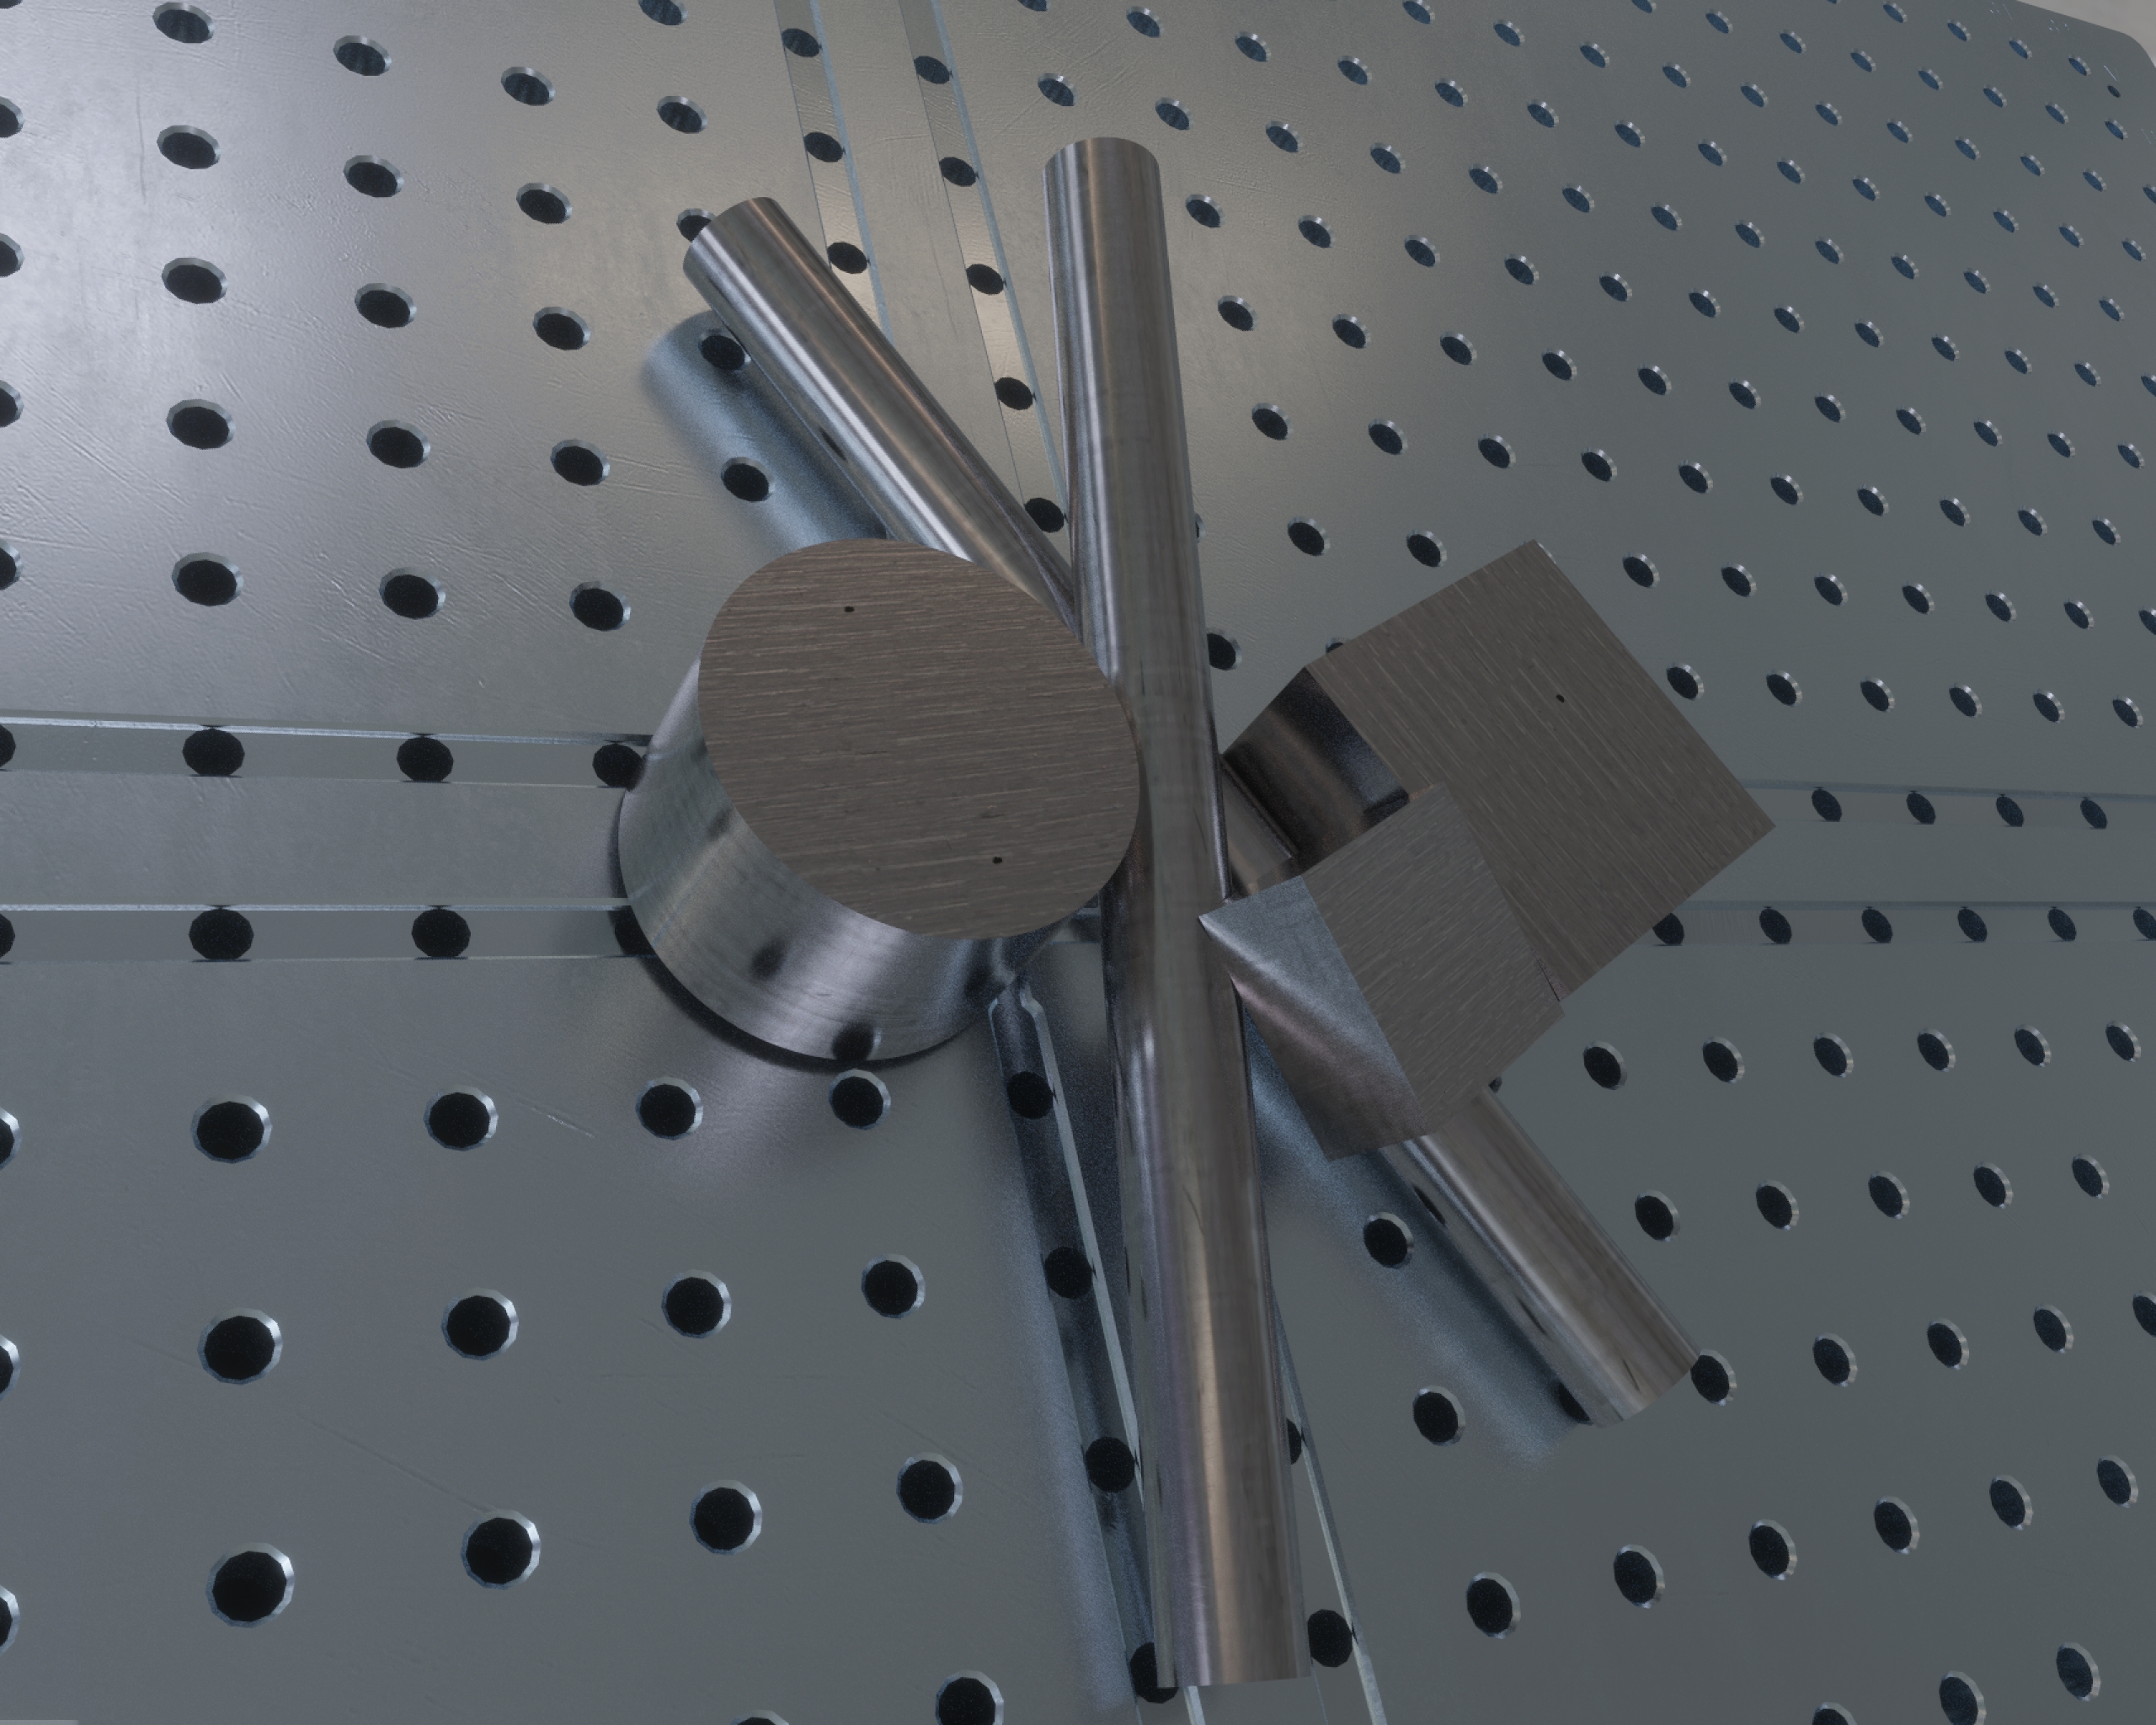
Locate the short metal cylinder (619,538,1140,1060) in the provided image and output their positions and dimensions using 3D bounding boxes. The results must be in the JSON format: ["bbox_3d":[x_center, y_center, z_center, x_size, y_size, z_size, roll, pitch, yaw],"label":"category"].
[{"bbox_3d":[-0.036,-0.011,0.375,0.081,0.050,0.080,14,56,-21],"label":"short metal cylinder"}]

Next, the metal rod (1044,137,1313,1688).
[{"bbox_3d":[0.015,-0.007,0.391,0.025,0.025,0.299,6,67,-25],"label":"metal rod"}]

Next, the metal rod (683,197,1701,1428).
[{"bbox_3d":[0.018,-0.015,0.423,0.025,0.025,0.300,-32,80,-38],"label":"metal rod"}]

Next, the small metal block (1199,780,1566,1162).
[{"bbox_3d":[0.057,0.019,0.382,0.050,0.025,0.050,-30,93,-46],"label":"small metal block"}]

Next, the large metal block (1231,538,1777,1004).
[{"bbox_3d":[0.085,-0.011,0.439,0.081,0.050,0.080,-31,79,-38],"label":"large metal block"}]
